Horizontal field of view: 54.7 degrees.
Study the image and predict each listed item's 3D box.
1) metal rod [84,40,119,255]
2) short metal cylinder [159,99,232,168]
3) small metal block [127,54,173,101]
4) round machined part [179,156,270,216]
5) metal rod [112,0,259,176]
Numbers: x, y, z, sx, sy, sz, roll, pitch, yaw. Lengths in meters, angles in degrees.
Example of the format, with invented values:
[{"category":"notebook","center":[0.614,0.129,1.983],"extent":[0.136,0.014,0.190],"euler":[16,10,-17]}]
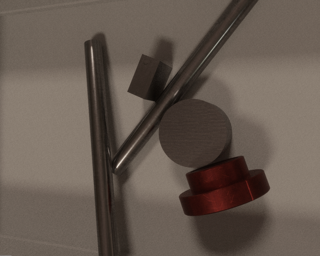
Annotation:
[{"category":"metal rod","center":[-0.079,0.025,0.415],"extent":[0.025,0.025,0.298],"euler":[-10,78,19]},{"category":"short metal cylinder","center":[0.045,0.006,0.381],"extent":[0.080,0.050,0.079],"euler":[0,90,19]},{"category":"small metal block","center":[-0.012,-0.063,0.401],"extent":[0.025,0.050,0.050],"euler":[25,98,18]},{"category":"round machined part","center":[0.068,0.061,0.347],"extent":[0.098,0.098,0.042],"euler":[-20,84,18]},{"category":"metal rod","center":[0.027,-0.057,0.400],"extent":[0.025,0.025,0.299],"euler":[41,103,15]}]
